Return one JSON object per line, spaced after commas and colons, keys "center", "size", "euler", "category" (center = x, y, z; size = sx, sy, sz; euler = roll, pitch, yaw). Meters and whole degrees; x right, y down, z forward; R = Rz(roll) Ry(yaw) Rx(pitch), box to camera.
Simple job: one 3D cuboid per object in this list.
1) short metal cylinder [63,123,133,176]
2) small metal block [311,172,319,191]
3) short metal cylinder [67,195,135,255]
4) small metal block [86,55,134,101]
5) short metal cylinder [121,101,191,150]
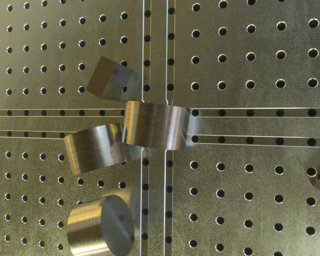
{"center": [-0.082, 0.029, 0.412], "size": [0.080, 0.080, 0.050], "euler": [-17, 84, 19], "category": "short metal cylinder"}
{"center": [0.206, 0.058, 0.340], "size": [0.050, 0.025, 0.050], "euler": [36, 101, 16], "category": "small metal block"}
{"center": [-0.076, 0.134, 0.410], "size": [0.050, 0.080, 0.080], "euler": [-19, 84, 19], "category": "short metal cylinder"}
{"center": [-0.068, -0.066, 0.423], "size": [0.025, 0.050, 0.050], "euler": [30, 100, 17], "category": "small metal block"}
{"center": [-0.005, -0.004, 0.385], "size": [0.080, 0.080, 0.050], "euler": [8, 93, 20], "category": "short metal cylinder"}
